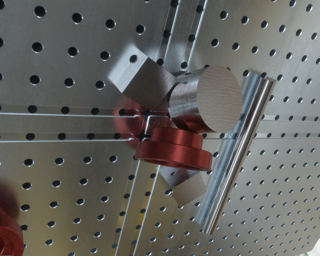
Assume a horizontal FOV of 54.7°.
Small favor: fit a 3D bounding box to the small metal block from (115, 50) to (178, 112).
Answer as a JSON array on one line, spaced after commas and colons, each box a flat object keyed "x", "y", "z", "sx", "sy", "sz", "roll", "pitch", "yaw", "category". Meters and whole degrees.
[{"x": -0.016, "y": -0.055, "z": 0.369, "sx": 0.050, "sy": 0.025, "sz": 0.050, "roll": 30, "pitch": 102, "yaw": -38, "category": "small metal block"}]

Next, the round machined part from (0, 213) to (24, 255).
[{"x": -0.216, "y": 0.136, "z": 0.366, "sx": 0.099, "sy": 0.042, "sz": 0.097, "roll": -14, "pitch": 124, "yaw": -21, "category": "round machined part"}]

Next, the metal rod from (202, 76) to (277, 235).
[{"x": 0.124, "y": 0.059, "z": 0.514, "sx": 0.025, "sy": 0.025, "sz": 0.298, "roll": 0, "pitch": 118, "yaw": -29, "category": "metal rod"}]

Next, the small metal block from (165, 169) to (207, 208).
[{"x": 0.041, "y": 0.091, "z": 0.490, "sx": 0.050, "sy": 0.025, "sz": 0.050, "roll": -30, "pitch": 129, "yaw": -9, "category": "small metal block"}]

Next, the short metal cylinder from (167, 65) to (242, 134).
[{"x": 0.056, "y": -0.033, "z": 0.382, "sx": 0.081, "sy": 0.050, "sz": 0.080, "roll": 3, "pitch": 86, "yaw": -38, "category": "short metal cylinder"}]

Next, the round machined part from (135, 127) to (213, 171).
[{"x": 0.020, "y": 0.027, "z": 0.402, "sx": 0.099, "sy": 0.098, "sz": 0.042, "roll": 17, "pitch": 77, "yaw": -35, "category": "round machined part"}]
